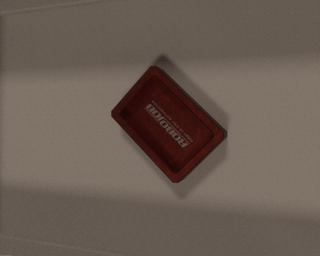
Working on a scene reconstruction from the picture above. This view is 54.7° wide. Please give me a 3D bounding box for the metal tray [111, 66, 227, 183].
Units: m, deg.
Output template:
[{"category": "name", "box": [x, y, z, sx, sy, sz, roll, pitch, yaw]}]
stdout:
[{"category": "metal tray", "box": [0.010, -0.006, 0.403, 0.130, 0.030, 0.090, 46, 104, 14]}]
